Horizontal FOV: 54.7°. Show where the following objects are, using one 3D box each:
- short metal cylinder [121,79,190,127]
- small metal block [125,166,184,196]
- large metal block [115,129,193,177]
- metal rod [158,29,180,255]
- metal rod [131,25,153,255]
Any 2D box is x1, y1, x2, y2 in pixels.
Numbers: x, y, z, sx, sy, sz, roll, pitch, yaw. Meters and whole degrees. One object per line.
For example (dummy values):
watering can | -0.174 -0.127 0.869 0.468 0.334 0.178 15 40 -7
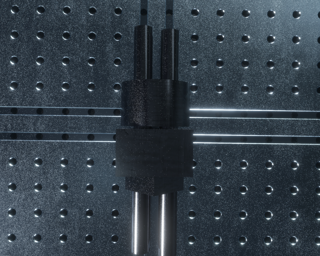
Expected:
short metal cylinder | -0.005 -0.027 0.365 0.081 0.080 0.050 1 90 -1
small metal block | -0.007 0.063 0.378 0.050 0.050 0.025 1 90 -45
large metal block | -0.006 0.026 0.361 0.081 0.080 0.050 0 90 -1
metal rod | 0.012 0.020 0.415 0.025 0.025 0.298 1 90 -1
metal rod | -0.024 0.015 0.414 0.025 0.025 0.298 1 90 -1
